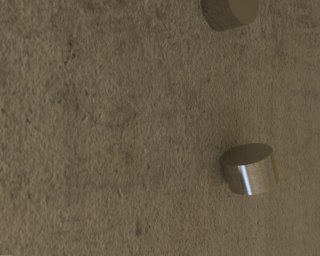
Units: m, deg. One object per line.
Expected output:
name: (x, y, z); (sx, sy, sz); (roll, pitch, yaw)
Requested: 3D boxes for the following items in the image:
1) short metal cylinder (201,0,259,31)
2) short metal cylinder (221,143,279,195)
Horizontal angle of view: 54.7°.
short metal cylinder: (0.109, -0.196, 0.482); (0.081, 0.050, 0.079); (0, 90, -40)
short metal cylinder: (0.142, 0.063, 0.491); (0.081, 0.080, 0.050); (-29, 108, -37)
